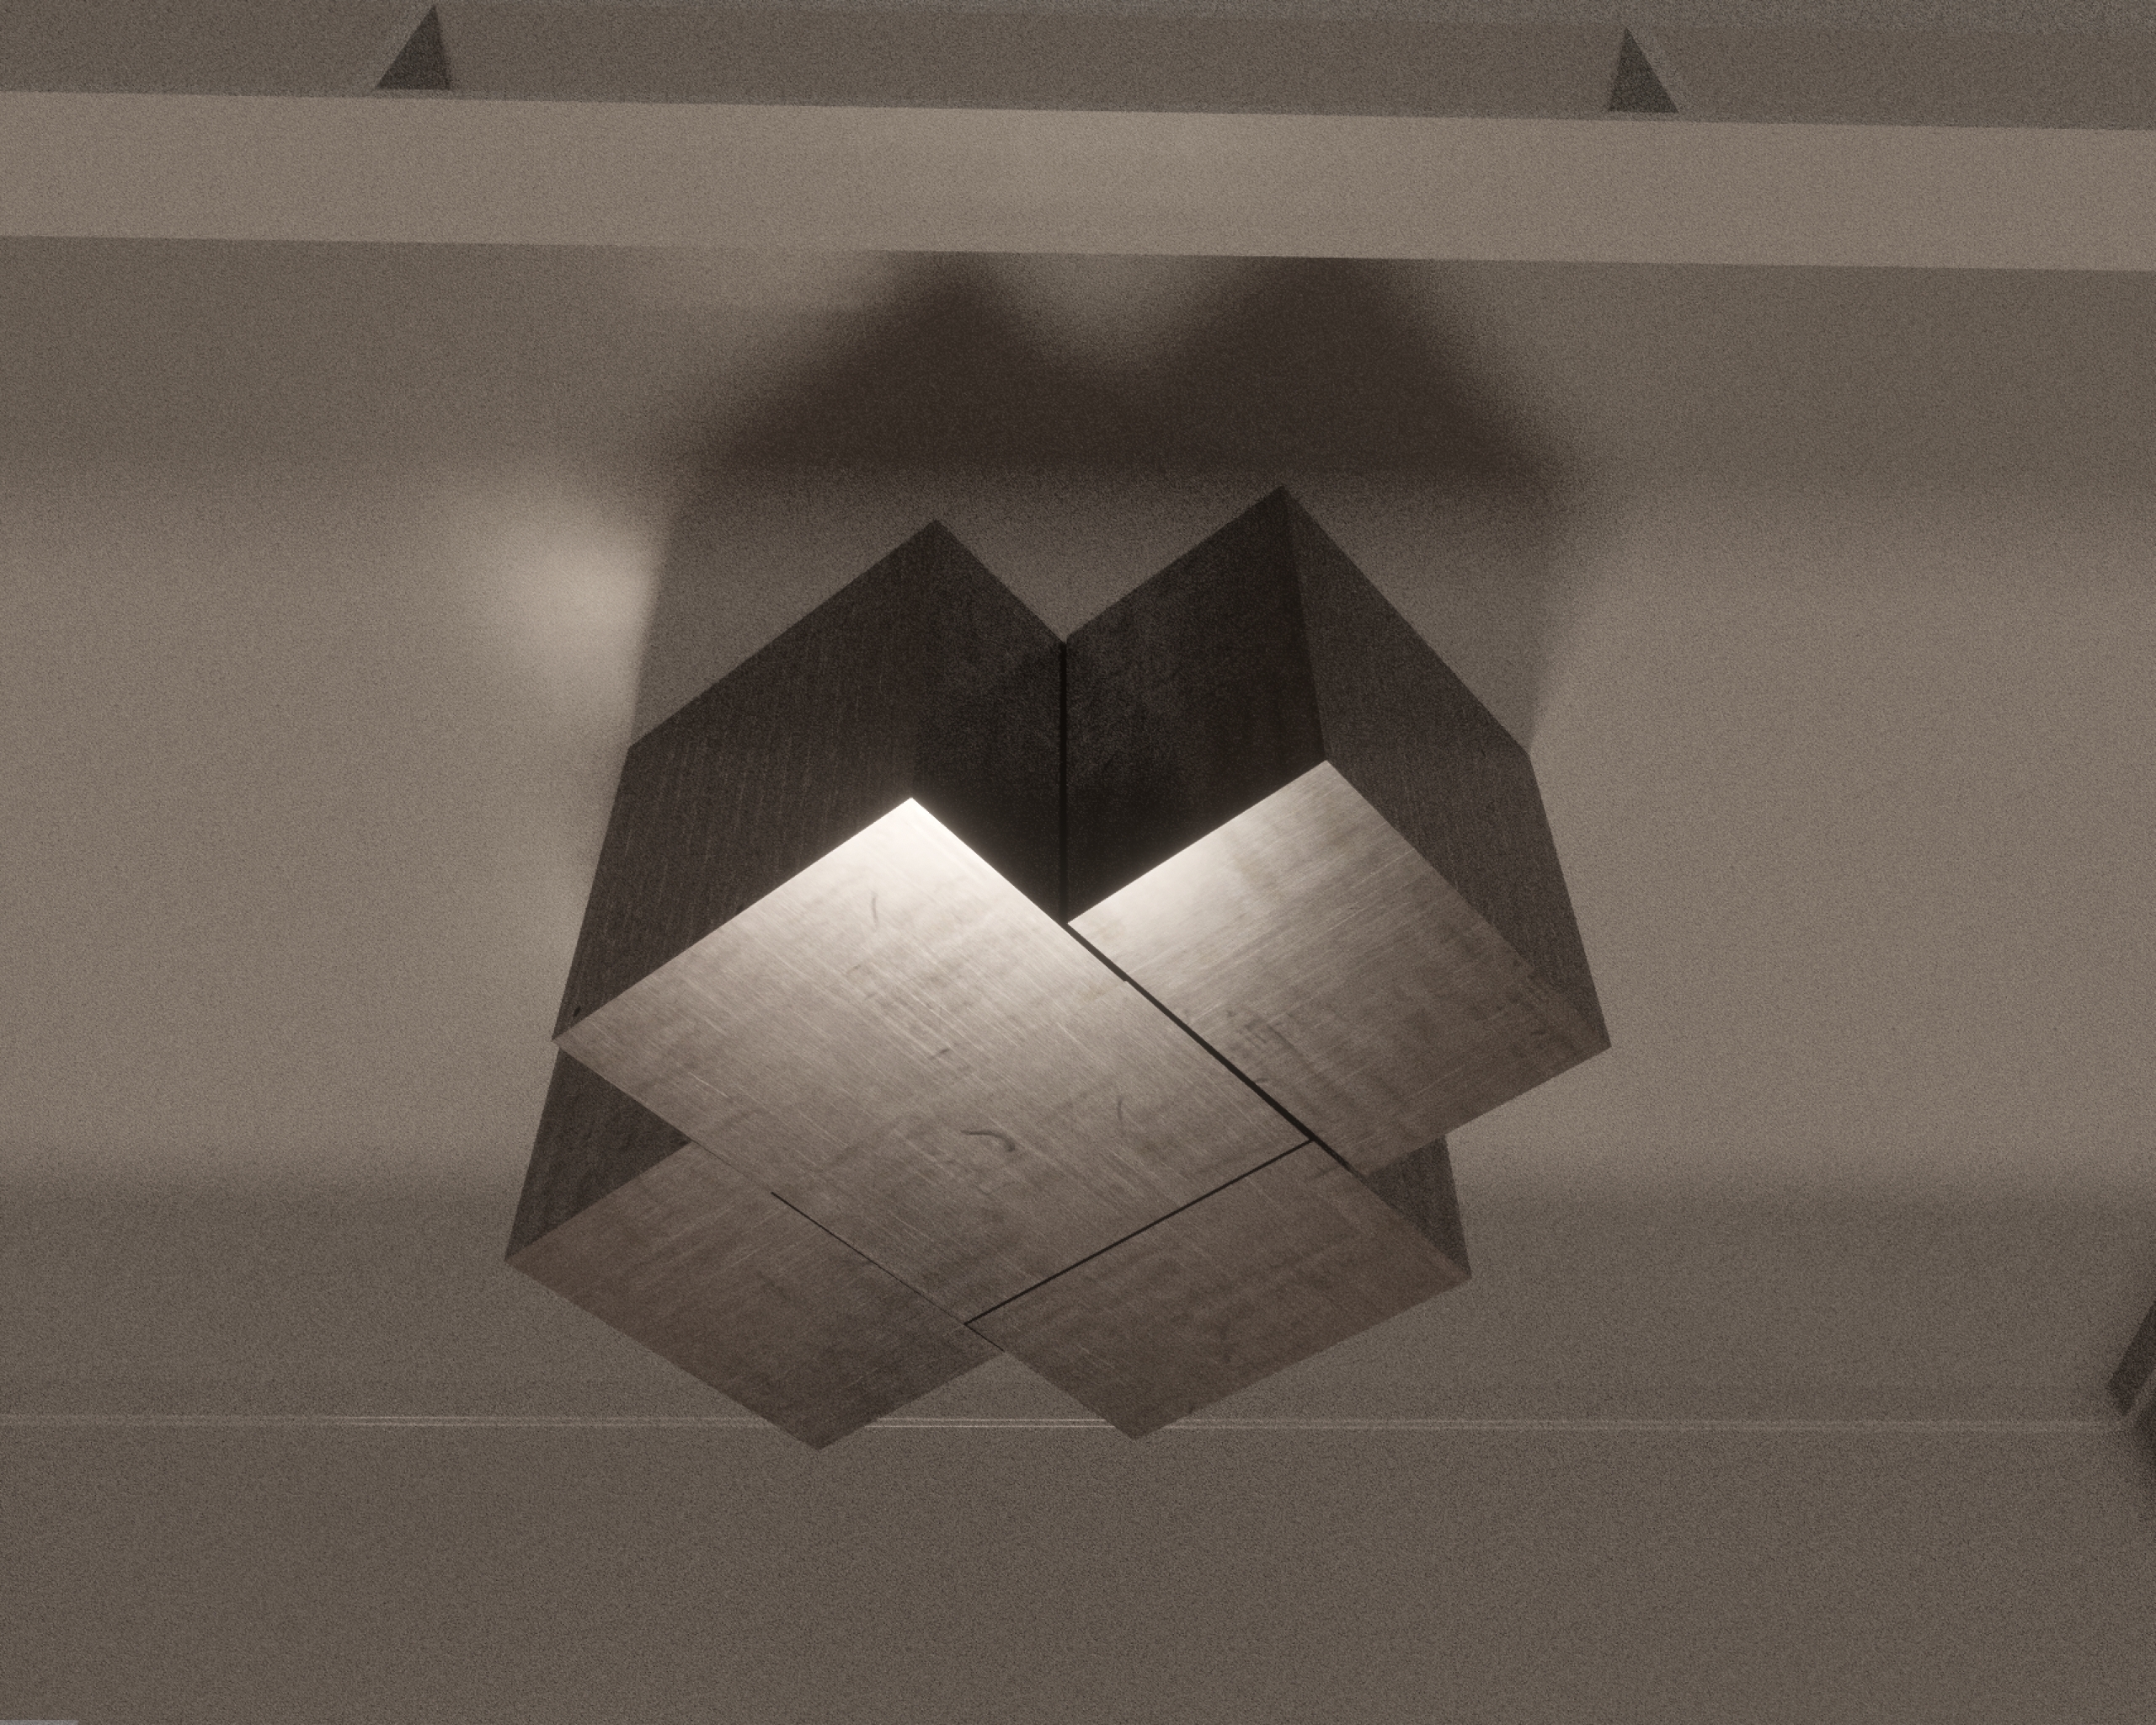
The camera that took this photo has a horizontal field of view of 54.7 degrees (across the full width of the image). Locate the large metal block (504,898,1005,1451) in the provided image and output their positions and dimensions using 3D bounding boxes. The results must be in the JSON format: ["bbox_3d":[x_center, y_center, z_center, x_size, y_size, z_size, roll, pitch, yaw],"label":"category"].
[{"bbox_3d":[-0.060,0.057,0.420,0.050,0.080,0.080,-33,123,25],"label":"large metal block"}]

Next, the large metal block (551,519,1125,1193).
[{"bbox_3d":[-0.040,-0.001,0.369,0.080,0.080,0.050,-32,123,24],"label":"large metal block"}]

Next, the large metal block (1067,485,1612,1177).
[{"bbox_3d":[0.043,-0.006,0.368,0.050,0.080,0.080,-33,123,25],"label":"large metal block"}]

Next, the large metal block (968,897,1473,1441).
[{"bbox_3d":[0.026,0.056,0.421,0.080,0.080,0.050,-32,123,24],"label":"large metal block"}]

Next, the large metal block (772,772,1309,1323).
[{"bbox_3d":[-0.007,0.027,0.395,0.080,0.080,0.050,-32,123,24],"label":"large metal block"}]
